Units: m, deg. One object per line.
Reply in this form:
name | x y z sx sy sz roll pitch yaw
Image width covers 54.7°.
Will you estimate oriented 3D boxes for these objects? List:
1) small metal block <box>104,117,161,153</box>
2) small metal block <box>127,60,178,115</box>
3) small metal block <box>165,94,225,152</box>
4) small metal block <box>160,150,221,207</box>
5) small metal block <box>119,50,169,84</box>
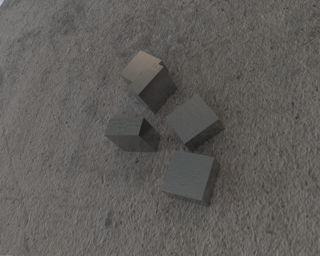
small metal block | -0.034 0.009 0.400 0.050 0.050 0.025 -1 62 28
small metal block | -0.009 -0.055 0.426 0.050 0.050 0.025 -49 51 -6
small metal block | 0.043 -0.006 0.385 0.050 0.025 0.050 -37 51 3
small metal block | 0.035 0.056 0.351 0.050 0.025 0.050 8 65 31
small metal block | -0.024 -0.084 0.468 0.050 0.025 0.050 34 81 38
